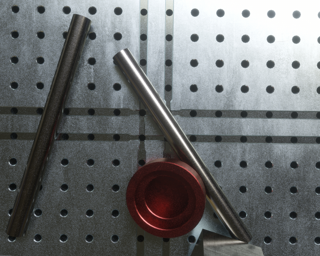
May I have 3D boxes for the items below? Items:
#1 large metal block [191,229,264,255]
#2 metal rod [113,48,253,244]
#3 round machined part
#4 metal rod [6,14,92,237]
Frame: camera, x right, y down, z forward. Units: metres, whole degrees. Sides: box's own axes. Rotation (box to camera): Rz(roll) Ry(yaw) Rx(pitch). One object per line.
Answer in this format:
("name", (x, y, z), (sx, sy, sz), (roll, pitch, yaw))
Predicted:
("large metal block", (0.079, 0.186, 0.390), (0.080, 0.050, 0.079), (18, 109, -1))
("metal rod", (0.030, 0.026, 0.413), (0.025, 0.025, 0.299), (-34, 90, 0))
("round machined part", (0.010, 0.086, 0.397), (0.098, 0.042, 0.097), (2, 98, 12))
("metal rod", (-0.147, -0.003, 0.411), (0.025, 0.025, 0.298), (17, 90, -1))
